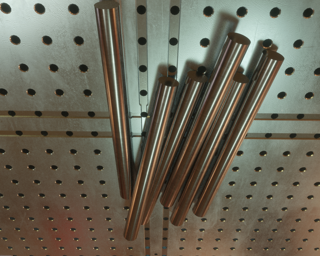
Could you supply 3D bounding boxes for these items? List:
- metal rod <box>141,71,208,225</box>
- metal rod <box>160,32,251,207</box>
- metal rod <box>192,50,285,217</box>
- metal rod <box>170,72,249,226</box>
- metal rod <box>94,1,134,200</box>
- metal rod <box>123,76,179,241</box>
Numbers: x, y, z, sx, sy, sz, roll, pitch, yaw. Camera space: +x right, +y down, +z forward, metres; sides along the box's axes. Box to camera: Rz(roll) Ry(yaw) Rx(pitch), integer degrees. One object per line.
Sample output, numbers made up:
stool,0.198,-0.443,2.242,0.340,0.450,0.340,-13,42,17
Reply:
metal rod,0.006,0.050,0.453,0.025,0.025,0.298,11,129,-10
metal rod,0.046,0.015,0.415,0.025,0.025,0.298,10,132,-9
metal rod,0.097,0.031,0.438,0.025,0.025,0.298,9,130,-7
metal rod,0.061,0.052,0.456,0.025,0.025,0.298,9,130,-8
metal rod,-0.052,-0.008,0.403,0.025,0.025,0.298,0,130,0
metal rod,-0.020,0.064,0.449,0.025,0.025,0.298,9,125,-8
